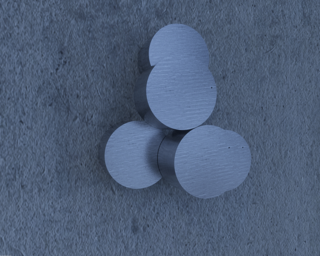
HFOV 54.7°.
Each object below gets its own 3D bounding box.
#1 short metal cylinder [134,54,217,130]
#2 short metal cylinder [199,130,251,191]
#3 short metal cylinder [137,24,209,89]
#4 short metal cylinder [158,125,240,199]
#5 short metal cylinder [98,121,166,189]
[{"bbox_3d":[0.016,-0.038,0.349,0.081,0.050,0.080,0,90,-20],"label":"short metal cylinder"},{"bbox_3d":[0.076,0.042,0.424,0.081,0.050,0.080,0,90,-20],"label":"short metal cylinder"},{"bbox_3d":[0.016,-0.088,0.403,0.081,0.050,0.080,0,90,-20],"label":"short metal cylinder"},{"bbox_3d":[0.044,0.037,0.359,0.081,0.050,0.080,0,90,-21],"label":"short metal cylinder"},{"bbox_3d":[-0.033,0.031,0.385,0.081,0.050,0.080,0,90,-20],"label":"short metal cylinder"}]
